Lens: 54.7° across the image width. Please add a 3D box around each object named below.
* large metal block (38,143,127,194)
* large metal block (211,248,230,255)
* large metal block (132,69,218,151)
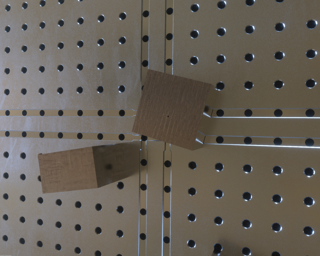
[{"bbox_3d":[-0.101,0.052,0.418,0.080,0.080,0.050,-9,87,19],"label":"large metal block"},{"bbox_3d":[0.085,0.207,0.369,0.080,0.050,0.080,22,97,18],"label":"large metal block"},{"bbox_3d":[0.020,-0.023,0.392,0.080,0.050,0.079,17,96,19],"label":"large metal block"}]
